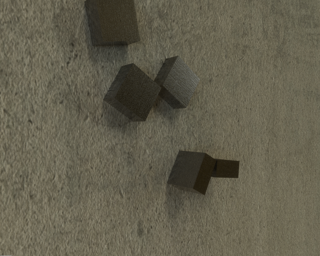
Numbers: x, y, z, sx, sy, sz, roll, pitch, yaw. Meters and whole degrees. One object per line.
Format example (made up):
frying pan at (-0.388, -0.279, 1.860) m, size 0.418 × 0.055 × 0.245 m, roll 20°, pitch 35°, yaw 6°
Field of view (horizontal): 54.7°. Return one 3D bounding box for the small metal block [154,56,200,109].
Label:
small metal block at (0.022, -0.061, 0.422) m, size 0.050 × 0.025 × 0.050 m, roll 40°, pitch 66°, yaw -33°

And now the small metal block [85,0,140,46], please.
small metal block at (-0.054, -0.123, 0.358) m, size 0.050 × 0.025 × 0.050 m, roll -15°, pitch 100°, yaw -39°

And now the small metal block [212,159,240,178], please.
small metal block at (0.080, 0.058, 0.455) m, size 0.050 × 0.050 × 0.025 m, roll 9°, pitch 85°, yaw -40°

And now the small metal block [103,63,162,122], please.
small metal block at (-0.033, -0.042, 0.377) m, size 0.050 × 0.025 × 0.050 m, roll 38°, pitch 67°, yaw -34°

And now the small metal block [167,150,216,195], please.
small metal block at (0.043, 0.060, 0.424) m, size 0.025 × 0.050 × 0.050 m, roll 35°, pitch 69°, yaw -35°
